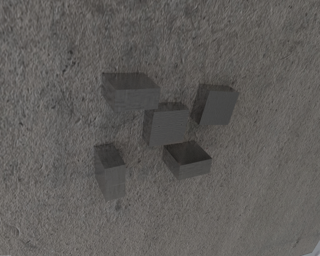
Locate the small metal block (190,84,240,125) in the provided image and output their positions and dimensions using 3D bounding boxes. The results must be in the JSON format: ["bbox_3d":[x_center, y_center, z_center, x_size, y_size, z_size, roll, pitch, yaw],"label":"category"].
[{"bbox_3d":[0.075,-0.032,0.428,0.050,0.025,0.050,0,119,-28],"label":"small metal block"}]

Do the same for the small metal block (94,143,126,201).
[{"bbox_3d":[-0.064,0.054,0.389,0.025,0.050,0.050,-10,123,-23],"label":"small metal block"}]

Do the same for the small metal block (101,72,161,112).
[{"bbox_3d":[-0.034,-0.041,0.346,0.050,0.050,0.025,-6,121,-26],"label":"small metal block"}]

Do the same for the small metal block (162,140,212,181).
[{"bbox_3d":[0.037,0.044,0.438,0.050,0.050,0.025,-9,123,-24],"label":"small metal block"}]

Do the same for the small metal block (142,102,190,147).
[{"bbox_3d":[0.007,-0.006,0.407,0.050,0.025,0.050,-6,121,-26],"label":"small metal block"}]
